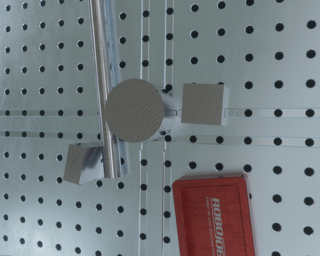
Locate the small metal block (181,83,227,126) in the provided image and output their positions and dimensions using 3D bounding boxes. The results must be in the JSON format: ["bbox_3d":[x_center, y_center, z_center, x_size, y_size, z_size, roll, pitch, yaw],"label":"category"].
[{"bbox_3d":[0.056,-0.030,0.392,0.050,0.025,0.050,4,92,19],"label":"small metal block"}]

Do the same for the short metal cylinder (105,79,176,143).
[{"bbox_3d":[-0.024,-0.022,0.407,0.080,0.050,0.079,0,90,19],"label":"short metal cylinder"}]

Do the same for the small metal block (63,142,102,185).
[{"bbox_3d":[-0.106,0.048,0.435,0.025,0.050,0.050,12,94,19],"label":"small metal block"}]

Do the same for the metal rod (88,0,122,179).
[{"bbox_3d":[-0.080,-0.080,0.439,0.025,0.025,0.298,-6,88,19],"label":"metal rod"}]

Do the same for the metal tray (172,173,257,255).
[{"bbox_3d":[0.069,0.125,0.385,0.090,0.030,0.129,-7,88,19],"label":"metal tray"}]
